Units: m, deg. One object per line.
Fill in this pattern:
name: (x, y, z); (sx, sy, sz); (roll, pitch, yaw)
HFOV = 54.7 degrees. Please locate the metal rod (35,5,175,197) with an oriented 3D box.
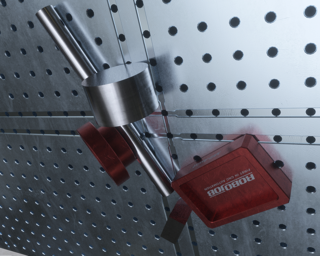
metal rod: (-0.067, -0.028, 0.427); (0.025, 0.025, 0.299); (-24, 106, 36)

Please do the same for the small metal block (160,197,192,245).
small metal block: (0.028, 0.136, 0.463); (0.025, 0.050, 0.050); (26, 127, 12)

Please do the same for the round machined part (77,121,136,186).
round machined part: (-0.070, 0.030, 0.434); (0.098, 0.042, 0.098); (49, 166, 18)

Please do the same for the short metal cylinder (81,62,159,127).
short metal cylinder: (-0.047, -0.042, 0.373); (0.080, 0.080, 0.050); (-1, 118, 28)

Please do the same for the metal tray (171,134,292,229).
metal tray: (0.089, 0.075, 0.406); (0.090, 0.030, 0.130); (49, 128, -7)
